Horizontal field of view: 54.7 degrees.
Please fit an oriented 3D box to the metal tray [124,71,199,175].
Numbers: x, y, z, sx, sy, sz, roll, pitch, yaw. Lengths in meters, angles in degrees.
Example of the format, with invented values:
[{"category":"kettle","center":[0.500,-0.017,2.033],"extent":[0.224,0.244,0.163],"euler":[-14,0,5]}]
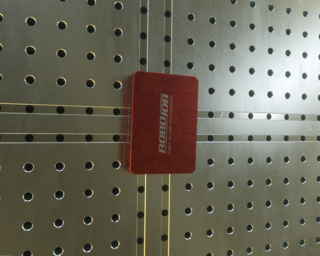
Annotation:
[{"category":"metal tray","center":[0.002,-0.006,0.411],"extent":[0.091,0.030,0.129],"euler":[2,89,-21]}]
